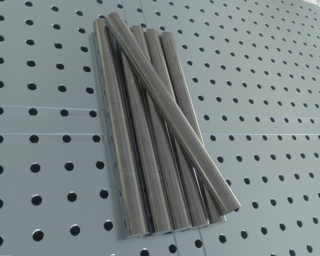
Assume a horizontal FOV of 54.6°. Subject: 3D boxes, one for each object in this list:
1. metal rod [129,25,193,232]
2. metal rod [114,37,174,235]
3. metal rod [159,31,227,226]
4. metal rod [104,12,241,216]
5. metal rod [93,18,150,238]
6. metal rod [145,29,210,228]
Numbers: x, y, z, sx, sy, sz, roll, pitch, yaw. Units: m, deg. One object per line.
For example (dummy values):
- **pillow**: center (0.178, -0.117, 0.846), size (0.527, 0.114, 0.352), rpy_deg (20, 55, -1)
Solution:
- **metal rod**: center (-0.006, -0.017, 0.414), size (0.025, 0.025, 0.299), rpy_deg (1, 61, -28)
- **metal rod**: center (-0.028, -0.018, 0.402), size (0.025, 0.025, 0.299), rpy_deg (1, 61, -28)
- **metal rod**: center (0.039, -0.016, 0.439), size (0.025, 0.025, 0.299), rpy_deg (1, 61, -28)
- **metal rod**: center (0.009, -0.028, 0.397), size (0.025, 0.025, 0.299), rpy_deg (-21, 73, -36)
- **metal rod**: center (-0.054, -0.019, 0.389), size (0.025, 0.025, 0.299), rpy_deg (1, 61, -28)
- **metal rod**: center (0.016, -0.016, 0.427), size (0.025, 0.025, 0.299), rpy_deg (1, 61, -28)
